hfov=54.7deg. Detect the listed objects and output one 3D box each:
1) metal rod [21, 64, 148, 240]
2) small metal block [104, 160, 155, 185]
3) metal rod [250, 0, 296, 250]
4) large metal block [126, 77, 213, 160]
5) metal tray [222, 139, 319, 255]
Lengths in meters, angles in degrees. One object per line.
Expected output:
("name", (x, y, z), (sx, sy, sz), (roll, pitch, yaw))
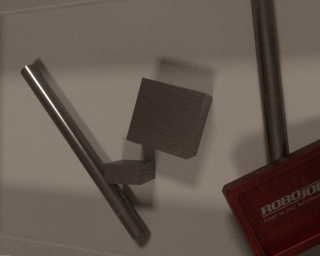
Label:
("metal rod", (-0.115, 0.027, 0.449), (0.025, 0.025, 0.299), (-41, 78, 15))
("small metal block", (-0.039, 0.058, 0.410), (0.050, 0.050, 0.025), (-1, 90, 19))
("metal rod", (0.134, -0.012, 0.363), (0.025, 0.025, 0.298), (-6, 88, 19))
("large metal block", (0.013, -0.013, 0.392), (0.080, 0.050, 0.079), (17, 96, 19))
("metal tray", (0.145, 0.078, 0.331), (0.131, 0.030, 0.090), (-26, 88, 0))
